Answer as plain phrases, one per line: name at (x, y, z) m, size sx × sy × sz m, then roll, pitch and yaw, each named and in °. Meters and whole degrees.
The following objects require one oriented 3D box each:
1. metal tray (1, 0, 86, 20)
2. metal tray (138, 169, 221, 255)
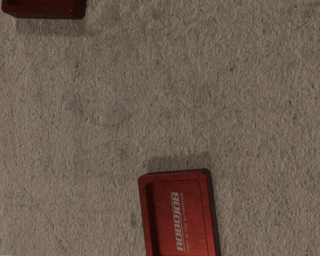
metal tray at (-0.173, -0.213, 0.465) m, size 0.130 × 0.030 × 0.089 m, roll 8°, pitch 93°, yaw 19°
metal tray at (0.025, 0.121, 0.396) m, size 0.090 × 0.030 × 0.129 m, roll -7°, pitch 88°, yaw 19°
